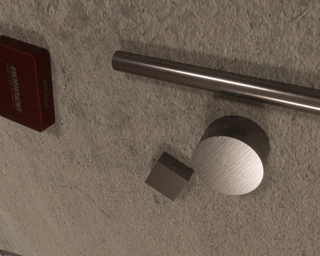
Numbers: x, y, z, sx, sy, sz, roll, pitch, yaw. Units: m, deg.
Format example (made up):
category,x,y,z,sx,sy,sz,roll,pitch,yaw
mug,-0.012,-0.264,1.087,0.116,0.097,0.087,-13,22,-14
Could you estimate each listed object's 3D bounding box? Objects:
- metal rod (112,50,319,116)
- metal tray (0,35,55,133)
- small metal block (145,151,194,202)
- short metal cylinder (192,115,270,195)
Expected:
category,x,y,z,sx,sy,sz,roll,pitch,yaw
metal rod,0.085,-0.045,0.333,0.301,0.025,0.025,15,125,19
metal tray,-0.210,-0.065,0.471,0.090,0.030,0.129,20,126,16
small metal block,0.013,0.069,0.442,0.050,0.025,0.050,33,129,6
short metal cylinder,0.084,0.032,0.365,0.080,0.050,0.079,13,124,20
